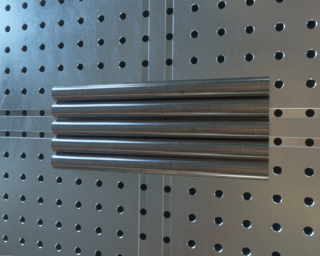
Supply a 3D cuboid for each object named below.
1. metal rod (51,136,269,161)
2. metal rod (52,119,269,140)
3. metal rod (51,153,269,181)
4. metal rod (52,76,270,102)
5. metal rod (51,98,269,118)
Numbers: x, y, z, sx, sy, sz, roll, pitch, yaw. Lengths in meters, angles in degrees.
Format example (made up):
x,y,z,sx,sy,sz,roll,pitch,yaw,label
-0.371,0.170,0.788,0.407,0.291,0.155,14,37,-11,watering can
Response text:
x,y,z,sx,sy,sz,roll,pitch,yaw,label
-0.013,0.026,0.416,0.301,0.025,0.025,1,90,19,metal rod
-0.013,0.001,0.416,0.301,0.025,0.025,1,90,19,metal rod
-0.013,0.050,0.416,0.301,0.025,0.025,0,90,19,metal rod
-0.012,-0.050,0.416,0.301,0.025,0.025,1,90,19,metal rod
-0.013,-0.025,0.416,0.301,0.025,0.025,1,90,19,metal rod
